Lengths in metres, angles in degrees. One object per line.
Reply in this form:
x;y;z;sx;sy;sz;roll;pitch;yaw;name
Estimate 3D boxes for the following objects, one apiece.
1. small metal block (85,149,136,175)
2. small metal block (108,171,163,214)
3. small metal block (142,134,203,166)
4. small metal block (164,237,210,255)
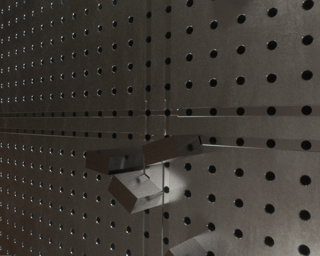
-0.071;0.048;0.449;0.050;0.050;0.025;9;96;39;small metal block
-0.033;0.085;0.418;0.050;0.050;0.025;37;113;33;small metal block
0.015;0.027;0.379;0.050;0.050;0.025;-20;77;38;small metal block
0.036;0.162;0.362;0.050;0.050;0.025;43;116;31;small metal block
